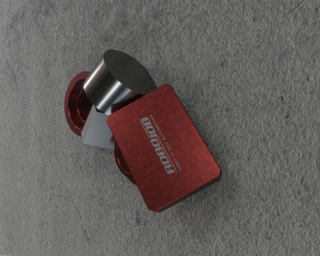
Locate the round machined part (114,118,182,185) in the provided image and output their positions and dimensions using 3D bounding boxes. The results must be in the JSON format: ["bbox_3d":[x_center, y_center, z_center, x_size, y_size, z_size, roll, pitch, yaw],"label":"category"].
[{"bbox_3d":[-0.023,0.031,0.412,0.098,0.042,0.097,0,90,39],"label":"round machined part"}]

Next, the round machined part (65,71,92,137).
[{"bbox_3d":[-0.100,-0.035,0.475,0.098,0.042,0.097,0,90,39],"label":"round machined part"}]

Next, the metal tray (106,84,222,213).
[{"bbox_3d":[0.003,0.022,0.370,0.090,0.030,0.130,-29,69,2],"label":"metal tray"}]

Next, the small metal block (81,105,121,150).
[{"bbox_3d":[-0.075,-0.001,0.426,0.050,0.050,0.025,-63,31,20],"label":"small metal block"}]

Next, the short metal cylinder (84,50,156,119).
[{"bbox_3d":[-0.053,-0.058,0.413,0.050,0.081,0.080,-45,63,30],"label":"short metal cylinder"}]
